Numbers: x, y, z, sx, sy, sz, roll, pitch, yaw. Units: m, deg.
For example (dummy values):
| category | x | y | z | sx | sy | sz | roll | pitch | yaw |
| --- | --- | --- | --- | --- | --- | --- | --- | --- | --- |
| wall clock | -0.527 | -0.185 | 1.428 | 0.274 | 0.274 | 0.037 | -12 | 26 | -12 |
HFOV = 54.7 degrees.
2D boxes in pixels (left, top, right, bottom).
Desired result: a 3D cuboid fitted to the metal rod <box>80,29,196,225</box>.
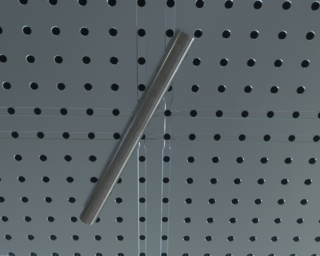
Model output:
| category | x | y | z | sx | sy | sz | roll | pitch | yaw |
| --- | --- | --- | --- | --- | --- | --- | --- | --- | --- |
| metal rod | -0.038 | 0.011 | 0.416 | 0.025 | 0.025 | 0.298 | 26 | 108 | -10 |
